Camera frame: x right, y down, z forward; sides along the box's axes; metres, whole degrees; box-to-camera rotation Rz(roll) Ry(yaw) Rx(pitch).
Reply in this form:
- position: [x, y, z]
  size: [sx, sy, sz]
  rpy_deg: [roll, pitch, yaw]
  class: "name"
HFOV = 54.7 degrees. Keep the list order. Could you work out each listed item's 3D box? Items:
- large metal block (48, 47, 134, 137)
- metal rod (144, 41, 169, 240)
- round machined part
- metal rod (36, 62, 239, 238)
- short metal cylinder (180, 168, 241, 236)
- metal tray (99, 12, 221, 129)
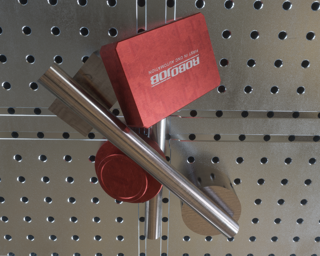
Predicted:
- position: [-0.076, -0.047, 0.367]
  size: [0.050, 0.080, 0.080]
  rpy_deg: [40, 105, -14]
  class: "large metal block"
- position: [-0.005, 0.023, 0.421]
  size: [0.025, 0.025, 0.298]
  rpy_deg: [2, 110, -1]
  class: "metal rod"
- position: [-0.042, 0.058, 0.408]
  size: [0.098, 0.042, 0.097]
  rpy_deg: [6, 111, 16]
  class: "round machined part"
- position: [-0.007, 0.040, 0.353]
  size: [0.025, 0.025, 0.300]
  rpy_deg: [-42, 113, 13]
  class: "metal rod"
- position: [0.069, 0.104, 0.440]
  size: [0.081, 0.050, 0.079]
  rpy_deg: [0, 110, -1]
  class: "short metal cylinder"
- position: [0.008, -0.067, 0.344]
  size: [0.131, 0.030, 0.090]
  rpy_deg: [-32, 113, -34]
  class: "metal tray"
